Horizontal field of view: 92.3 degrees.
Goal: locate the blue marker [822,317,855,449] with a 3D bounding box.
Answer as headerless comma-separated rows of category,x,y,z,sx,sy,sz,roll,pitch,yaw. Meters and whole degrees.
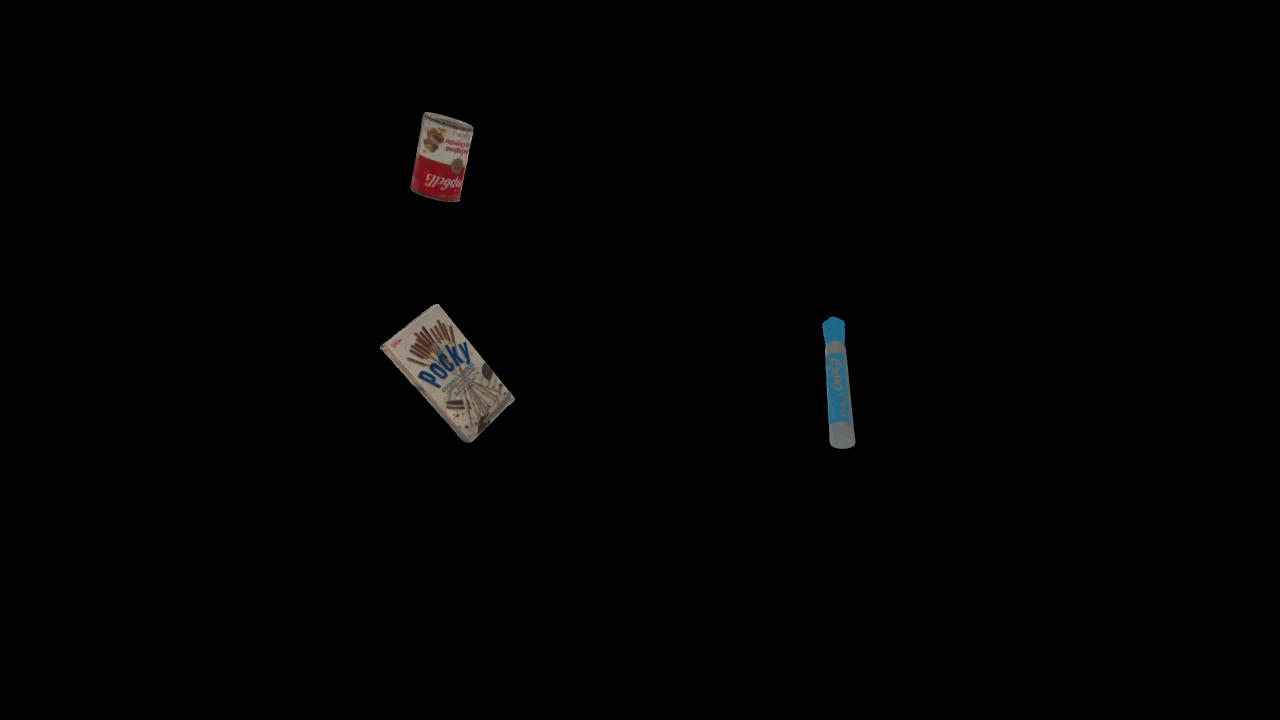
blue marker,0.162,0.014,0.504,0.020,0.121,0.020,5,-34,4

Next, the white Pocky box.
white Pocky box,-0.228,0.017,0.745,0.028,0.154,0.084,-10,32,51

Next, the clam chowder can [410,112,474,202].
clam chowder can,-0.269,-0.275,0.836,0.068,0.102,0.068,16,22,-7
